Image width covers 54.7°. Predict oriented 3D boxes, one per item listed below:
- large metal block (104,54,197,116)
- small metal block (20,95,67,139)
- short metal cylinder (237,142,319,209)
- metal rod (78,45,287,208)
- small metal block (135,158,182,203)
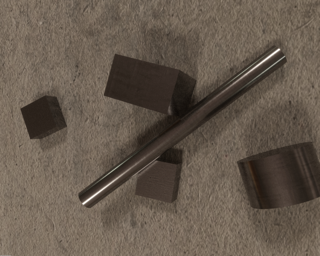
[{"bbox_3d":[-0.009,-0.050,0.382,0.080,0.080,0.050,18,96,19],"label":"large metal block"},{"bbox_3d":[-0.176,-0.016,0.469,0.050,0.025,0.050,-23,83,18],"label":"small metal block"},{"bbox_3d":[0.130,0.050,0.334,0.080,0.080,0.050,-18,84,19],"label":"short metal cylinder"},{"bbox_3d":[0.021,0.004,0.381,0.300,0.025,0.025,-37,78,8],"label":"metal rod"},{"bbox_3d":[-0.002,0.067,0.409,0.050,0.025,0.050,9,93,19],"label":"small metal block"}]
